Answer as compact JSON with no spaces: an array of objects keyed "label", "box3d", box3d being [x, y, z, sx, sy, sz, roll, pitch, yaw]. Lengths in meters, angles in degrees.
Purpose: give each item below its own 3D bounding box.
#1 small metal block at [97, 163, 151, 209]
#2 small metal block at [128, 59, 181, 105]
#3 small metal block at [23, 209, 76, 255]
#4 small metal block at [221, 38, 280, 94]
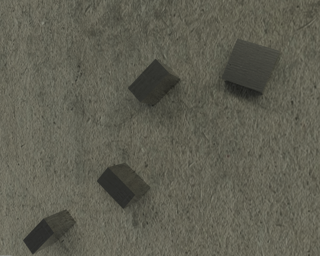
[{"label":"small metal block","box3d":[-0.047,0.075,0.412,0.050,0.050,0.025,42,104,15]},{"label":"small metal block","box3d":[-0.006,-0.057,0.398,0.050,0.050,0.025,-45,76,14]},{"label":"small metal block","box3d":[-0.160,0.150,0.452,0.050,0.050,0.025,-46,76,14]},{"label":"small metal block","box3d":[0.108,-0.073,0.371,0.050,0.025,0.050,23,98,18]}]
